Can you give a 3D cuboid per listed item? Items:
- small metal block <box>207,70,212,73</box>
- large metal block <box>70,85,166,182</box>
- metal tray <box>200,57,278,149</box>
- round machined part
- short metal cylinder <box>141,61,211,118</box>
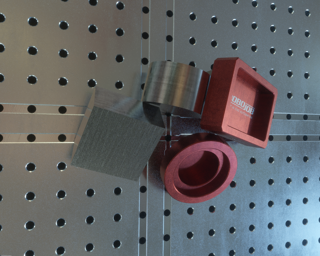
[{"bbox_3d":[0.093,-0.055,0.447,0.050,0.025,0.050,3,89,-20],"label":"small metal block"},{"bbox_3d":[-0.050,0.008,0.362,0.081,0.050,0.079,18,117,-19],"label":"large metal block"},{"bbox_3d":[0.110,-0.028,0.410,0.131,0.030,0.090,18,83,-47],"label":"metal tray"},{"bbox_3d":[0.047,0.048,0.407,0.099,0.042,0.097,-8,120,-13],"label":"round machined part"},{"bbox_3d":[0.020,-0.046,0.391,0.081,0.080,0.050,15,85,-20],"label":"short metal cylinder"}]
